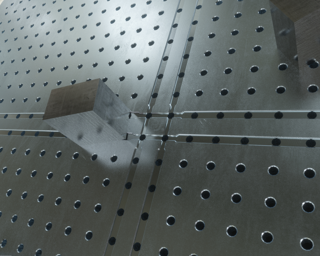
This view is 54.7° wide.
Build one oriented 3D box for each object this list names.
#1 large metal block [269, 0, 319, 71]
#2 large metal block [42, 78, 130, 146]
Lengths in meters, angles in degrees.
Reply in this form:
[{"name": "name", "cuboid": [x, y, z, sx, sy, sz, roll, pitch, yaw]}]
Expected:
[{"name": "large metal block", "cuboid": [0.180, -0.127, 0.356, 0.080, 0.080, 0.050, -30, 52, 9]}, {"name": "large metal block", "cuboid": [-0.100, -0.019, 0.435, 0.080, 0.080, 0.050, -9, 58, 23]}]
